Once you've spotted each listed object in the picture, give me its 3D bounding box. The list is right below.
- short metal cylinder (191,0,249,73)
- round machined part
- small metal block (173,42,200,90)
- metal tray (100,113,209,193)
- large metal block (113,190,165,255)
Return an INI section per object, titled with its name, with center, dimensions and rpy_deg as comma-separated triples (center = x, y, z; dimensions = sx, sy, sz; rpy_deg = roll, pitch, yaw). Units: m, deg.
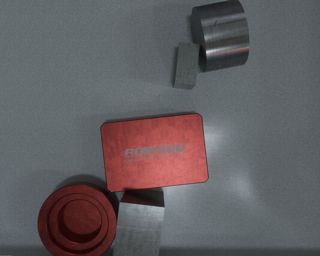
[short metal cylinder]
center = 0.073, -0.113, 0.385
dimensions = 0.050, 0.080, 0.080
rpy_deg = -11, 90, 0
[round machined part]
center = -0.101, 0.118, 0.401
dimensions = 0.099, 0.042, 0.097
rpy_deg = 0, 91, 0
[small metal block]
center = 0.033, -0.078, 0.399
dimensions = 0.025, 0.050, 0.050
rpy_deg = 6, 90, 0
[metal tray]
center = -0.007, 0.031, 0.409
dimensions = 0.131, 0.030, 0.089
rpy_deg = -6, 90, -1
[large metal block]
center = -0.025, 0.125, 0.384
dimensions = 0.050, 0.080, 0.080
rpy_deg = 7, 90, 0
